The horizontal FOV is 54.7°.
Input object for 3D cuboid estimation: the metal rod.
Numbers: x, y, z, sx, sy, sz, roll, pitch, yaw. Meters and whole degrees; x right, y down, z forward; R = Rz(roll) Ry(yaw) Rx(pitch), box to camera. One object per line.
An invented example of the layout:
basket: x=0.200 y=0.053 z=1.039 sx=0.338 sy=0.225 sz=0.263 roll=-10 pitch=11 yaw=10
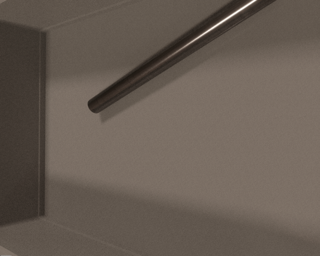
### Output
metal rod: x=0.005 y=-0.088 z=0.401 sx=0.299 sy=0.025 sz=0.025 roll=-26 pitch=74 yaw=36
